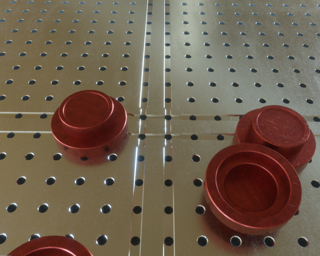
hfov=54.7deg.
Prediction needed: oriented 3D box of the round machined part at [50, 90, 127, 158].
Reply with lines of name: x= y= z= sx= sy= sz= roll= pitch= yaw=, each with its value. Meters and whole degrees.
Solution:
round machined part: x=-0.093 y=-0.013 z=0.406 sx=0.099 sy=0.042 sz=0.098 roll=0 pitch=50 yaw=0

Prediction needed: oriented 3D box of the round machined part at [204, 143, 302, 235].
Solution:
round machined part: x=0.097 y=0.068 z=0.338 sx=0.099 sy=0.042 sz=0.098 roll=-1 pitch=53 yaw=1

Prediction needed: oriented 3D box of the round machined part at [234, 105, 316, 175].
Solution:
round machined part: x=0.146 y=0.009 z=0.391 sx=0.099 sy=0.042 sz=0.098 roll=0 pitch=50 yaw=0

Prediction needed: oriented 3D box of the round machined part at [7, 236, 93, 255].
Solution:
round machined part: x=-0.098 y=0.150 z=0.270 sx=0.099 sy=0.042 sz=0.098 roll=0 pitch=50 yaw=0
